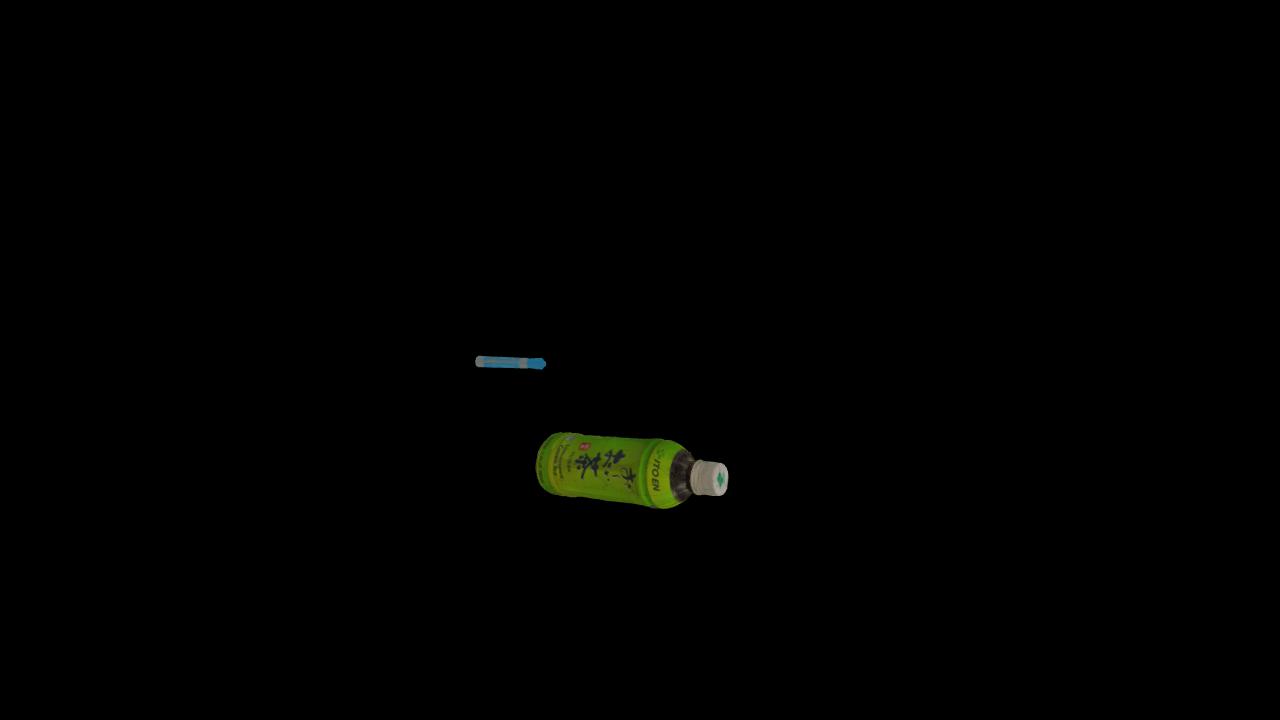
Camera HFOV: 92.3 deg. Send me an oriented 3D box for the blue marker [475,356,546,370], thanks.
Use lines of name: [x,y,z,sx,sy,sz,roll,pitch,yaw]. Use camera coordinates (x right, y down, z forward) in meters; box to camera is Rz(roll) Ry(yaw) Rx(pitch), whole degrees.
blue marker: [-0.207,0.004,0.986,0.121,0.020,0.020,2,1,18]

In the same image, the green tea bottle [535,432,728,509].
green tea bottle: [-0.010,0.113,0.627,0.212,0.073,0.073,-1,0,34]
